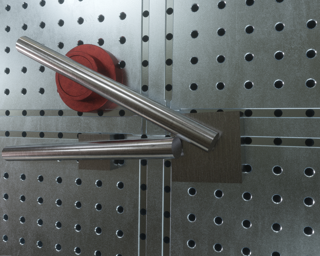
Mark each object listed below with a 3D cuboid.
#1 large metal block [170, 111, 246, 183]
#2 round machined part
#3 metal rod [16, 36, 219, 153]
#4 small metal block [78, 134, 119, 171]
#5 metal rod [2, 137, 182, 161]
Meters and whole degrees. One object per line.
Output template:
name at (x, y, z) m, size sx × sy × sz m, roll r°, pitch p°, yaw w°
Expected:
large metal block at (0.059, 0.022, 0.375) m, size 0.080 × 0.050 × 0.079 m, roll -2°, pitch 89°, yaw 19°
round machined part at (-0.107, -0.071, 0.440) m, size 0.098 × 0.042 × 0.097 m, roll 0°, pitch 90°, yaw 19°
metal rod at (-0.067, -0.051, 0.384) m, size 0.301 × 0.025 × 0.025 m, roll 28°, pitch 99°, yaw 20°
small metal block at (-0.088, 0.033, 0.443) m, size 0.050 × 0.025 × 0.050 m, roll 0°, pitch 90°, yaw 19°
metal rod at (-0.111, 0.031, 0.421) m, size 0.300 × 0.025 × 0.025 m, roll -4°, pitch 89°, yaw 30°
